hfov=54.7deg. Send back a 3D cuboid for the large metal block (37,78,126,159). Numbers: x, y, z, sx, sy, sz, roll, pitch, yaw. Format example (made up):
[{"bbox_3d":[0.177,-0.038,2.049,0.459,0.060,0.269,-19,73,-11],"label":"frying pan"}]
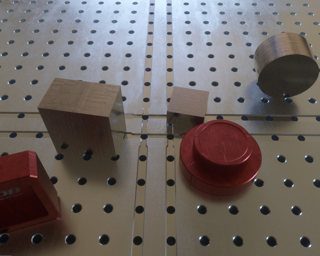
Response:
[{"bbox_3d":[-0.090,-0.010,0.380,0.080,0.080,0.050,8,51,6],"label":"large metal block"}]

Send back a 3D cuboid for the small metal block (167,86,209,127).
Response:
[{"bbox_3d":[0.039,-0.029,0.432,0.050,0.025,0.050,10,51,8],"label":"small metal block"}]

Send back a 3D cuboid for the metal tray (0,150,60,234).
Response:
[{"bbox_3d":[-0.175,0.074,0.302,0.131,0.089,0.030,-14,52,-12],"label":"metal tray"}]

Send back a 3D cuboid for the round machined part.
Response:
[{"bbox_3d":[0.073,0.028,0.373,0.099,0.042,0.098,0,50,0],"label":"round machined part"}]

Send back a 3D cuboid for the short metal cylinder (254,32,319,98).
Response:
[{"bbox_3d":[0.180,-0.089,0.448,0.080,0.080,0.050,3,50,2],"label":"short metal cylinder"}]
